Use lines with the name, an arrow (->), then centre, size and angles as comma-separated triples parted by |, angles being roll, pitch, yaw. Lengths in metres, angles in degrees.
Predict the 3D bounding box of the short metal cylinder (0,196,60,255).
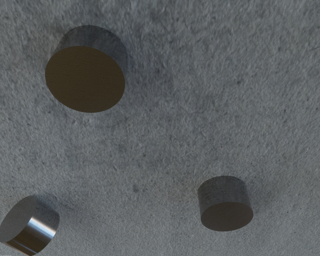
short metal cylinder -> -0.212, 0.158, 0.503 | 0.080, 0.080, 0.050 | -26, 126, 20

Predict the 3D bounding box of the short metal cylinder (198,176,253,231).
short metal cylinder -> 0.103, 0.122, 0.496 | 0.081, 0.050, 0.079 | 0, 130, 0

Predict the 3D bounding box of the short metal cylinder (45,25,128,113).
short metal cylinder -> -0.076, -0.063, 0.336 | 0.081, 0.050, 0.079 | 0, 130, 0
